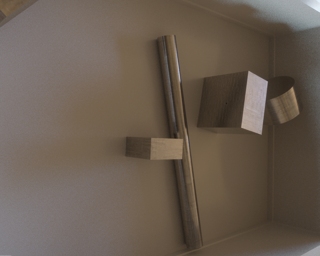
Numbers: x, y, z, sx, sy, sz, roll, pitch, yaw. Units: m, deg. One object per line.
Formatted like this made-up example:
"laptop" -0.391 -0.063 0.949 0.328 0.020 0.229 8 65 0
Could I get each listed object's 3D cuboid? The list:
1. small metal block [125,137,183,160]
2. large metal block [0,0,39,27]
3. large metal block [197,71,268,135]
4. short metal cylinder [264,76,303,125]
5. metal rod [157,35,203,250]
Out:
"small metal block" -0.007 0.025 0.386 0.050 0.050 0.025 4 88 -40
"large metal block" -0.129 -0.127 0.263 0.080 0.080 0.050 -53 121 -27
"large metal block" 0.107 -0.035 0.463 0.050 0.080 0.080 15 80 -39
"short metal cylinder" 0.202 -0.049 0.543 0.080 0.080 0.050 -45 117 -31
"metal rod" 0.029 0.024 0.433 0.025 0.025 0.298 -14 99 -39
